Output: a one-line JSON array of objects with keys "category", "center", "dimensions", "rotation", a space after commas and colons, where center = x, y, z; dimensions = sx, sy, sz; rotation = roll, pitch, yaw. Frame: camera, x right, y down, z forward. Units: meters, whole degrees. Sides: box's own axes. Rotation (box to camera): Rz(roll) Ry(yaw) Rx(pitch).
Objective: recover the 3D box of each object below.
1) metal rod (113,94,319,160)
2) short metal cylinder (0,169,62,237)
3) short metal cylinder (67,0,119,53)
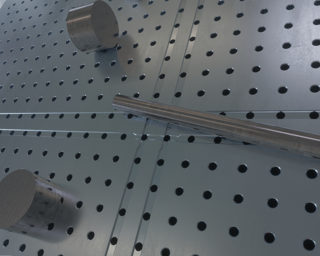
[{"category": "metal rod", "center": [0.059, -0.007, 0.381], "dimensions": [0.300, 0.025, 0.025], "rotation": [15, 69, 33]}, {"category": "short metal cylinder", "center": [-0.185, 0.103, 0.426], "dimensions": [0.080, 0.050, 0.080], "rotation": [-13, 56, 21]}, {"category": "short metal cylinder", "center": [-0.115, -0.176, 0.541], "dimensions": [0.050, 0.080, 0.080], "rotation": [-4, 60, 26]}]
